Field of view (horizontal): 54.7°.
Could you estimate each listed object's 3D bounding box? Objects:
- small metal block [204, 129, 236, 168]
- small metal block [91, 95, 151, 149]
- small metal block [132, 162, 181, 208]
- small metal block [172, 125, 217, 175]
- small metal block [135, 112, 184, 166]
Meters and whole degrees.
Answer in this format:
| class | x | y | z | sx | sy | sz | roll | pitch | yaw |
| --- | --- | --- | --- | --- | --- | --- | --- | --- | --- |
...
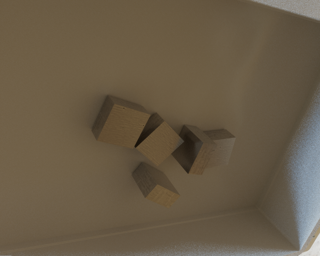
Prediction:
| class | x | y | z | sx | sy | sz | roll | pitch | yaw |
| --- | --- | --- | --- | --- | --- | --- | --- | --- | --- |
| small metal block | 0.082 | 0.032 | 0.473 | 0.050 | 0.025 | 0.050 | -6 | 121 | -26 |
| small metal block | -0.048 | -0.006 | 0.377 | 0.050 | 0.025 | 0.050 | 16 | 110 | -35 |
| small metal block | -0.006 | 0.081 | 0.438 | 0.025 | 0.050 | 0.050 | -49 | 130 | 7 |
| small metal block | 0.047 | 0.031 | 0.437 | 0.025 | 0.050 | 0.050 | 10 | 114 | -34 |
| small metal block | -0.004 | 0.016 | 0.414 | 0.050 | 0.025 | 0.050 | -43 | 130 | 1 |
